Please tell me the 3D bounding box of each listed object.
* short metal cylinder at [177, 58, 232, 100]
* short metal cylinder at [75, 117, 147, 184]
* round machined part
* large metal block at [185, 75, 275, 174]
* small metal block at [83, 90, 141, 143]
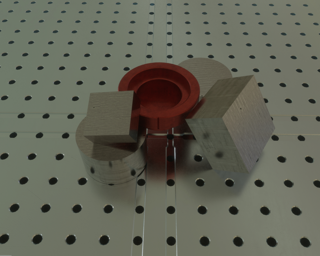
[{"bbox_3d":[0.057,-0.054,0.437,0.081,0.050,0.080,0,50,0],"label":"short metal cylinder"},{"bbox_3d":[-0.056,0.020,0.373,0.081,0.050,0.080,0,50,0],"label":"short metal cylinder"},{"bbox_3d":[-0.001,-0.035,0.388,0.099,0.042,0.098,0,50,0],"label":"round machined part"},{"bbox_3d":[0.086,-0.005,0.368,0.050,0.080,0.080,0,39,47],"label":"large metal block"},{"bbox_3d":[-0.051,-0.011,0.335,0.050,0.025,0.050,-2,68,14],"label":"small metal block"}]
